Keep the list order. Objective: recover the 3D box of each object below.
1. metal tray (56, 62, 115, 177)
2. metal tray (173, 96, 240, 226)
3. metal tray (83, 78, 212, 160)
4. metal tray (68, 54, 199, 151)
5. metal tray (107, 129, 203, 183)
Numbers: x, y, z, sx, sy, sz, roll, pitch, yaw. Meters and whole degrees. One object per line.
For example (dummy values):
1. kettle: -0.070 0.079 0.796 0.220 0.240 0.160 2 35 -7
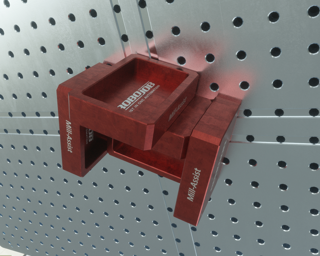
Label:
1. metal tray: -0.091 -0.011 0.411 0.030 0.090 0.129 20 126 16
2. metal tray: 0.055 0.039 0.364 0.030 0.090 0.129 20 126 17
3. metal tray: -0.014 -0.020 0.364 0.130 0.090 0.030 20 126 16
4. metal tray: -0.022 -0.036 0.332 0.090 0.131 0.030 20 127 16
5. metal tray: -0.008 0.016 0.422 0.130 0.030 0.089 20 126 16
